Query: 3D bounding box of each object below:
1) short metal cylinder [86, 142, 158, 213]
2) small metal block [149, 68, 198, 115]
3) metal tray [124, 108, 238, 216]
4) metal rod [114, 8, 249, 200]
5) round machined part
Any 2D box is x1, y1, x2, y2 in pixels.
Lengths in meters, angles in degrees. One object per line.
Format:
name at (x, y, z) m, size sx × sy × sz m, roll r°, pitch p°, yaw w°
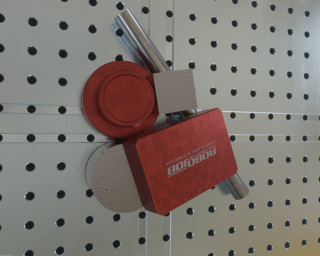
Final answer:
short metal cylinder at (-0.047, 0.057, 0.378) m, size 0.081 × 0.050 × 0.079 m, roll 0°, pitch 90°, yaw -20°
small metal block at (0.016, -0.046, 0.390) m, size 0.050 × 0.025 × 0.050 m, roll -10°, pitch 96°, yaw -15°
metal tray at (0.030, 0.036, 0.377) m, size 0.131 × 0.030 × 0.089 m, roll -21°, pitch 98°, yaw -32°
metal rod at (0.036, -0.024, 0.422) m, size 0.025 × 0.025 × 0.299 m, roll -38°, pitch 102°, yaw -16°
round machined part at (-0.044, -0.035, 0.382) m, size 0.099 × 0.042 × 0.097 m, roll 0°, pitch 90°, yaw -19°
